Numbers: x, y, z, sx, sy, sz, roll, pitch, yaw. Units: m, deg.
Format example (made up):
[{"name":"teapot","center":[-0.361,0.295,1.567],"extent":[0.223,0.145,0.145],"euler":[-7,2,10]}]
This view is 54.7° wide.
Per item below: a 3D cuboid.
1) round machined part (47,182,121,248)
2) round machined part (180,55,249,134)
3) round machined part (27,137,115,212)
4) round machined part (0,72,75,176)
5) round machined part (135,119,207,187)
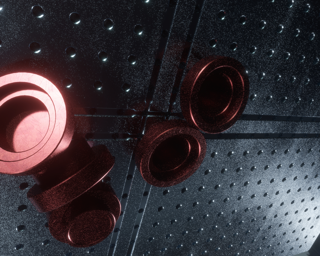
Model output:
[{"name":"round machined part","center":[-0.100,0.124,0.423],"extent":[0.099,0.042,0.097],"euler":[-14,125,-21]},{"name":"round machined part","center":[0.066,-0.045,0.402],"extent":[0.099,0.042,0.097],"euler":[-12,113,-30]},{"name":"round machined part","center":[-0.103,0.045,0.343],"extent":[0.098,0.098,0.042],"euler":[-32,103,-8]},{"name":"round machined part","center":[-0.131,-0.002,0.304],"extent":[0.098,0.098,0.042],"euler":[-36,166,-5]},{"name":"round machined part","center":[0.011,0.030,0.426],"extent":[0.099,0.042,0.097],"euler":[-14,125,-21]}]
